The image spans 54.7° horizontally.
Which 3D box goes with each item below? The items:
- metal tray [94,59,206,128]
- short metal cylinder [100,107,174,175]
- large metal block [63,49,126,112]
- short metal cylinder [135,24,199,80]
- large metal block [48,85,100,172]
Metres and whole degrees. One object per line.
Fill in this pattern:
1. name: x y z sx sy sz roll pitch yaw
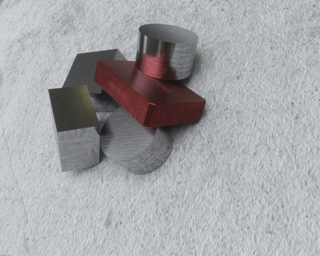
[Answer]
1. metal tray: -0.016 -0.049 0.404 0.130 0.091 0.030 41 125 39
2. short metal cylinder: -0.029 0.014 0.397 0.080 0.050 0.080 -13 56 21
3. large metal block: -0.097 -0.072 0.481 0.080 0.050 0.080 1 62 28
4. short metal cylinder: 0.008 -0.106 0.425 0.081 0.050 0.080 7 33 -4
5. large metal block: -0.117 0.000 0.422 0.050 0.079 0.080 -10 49 -21
